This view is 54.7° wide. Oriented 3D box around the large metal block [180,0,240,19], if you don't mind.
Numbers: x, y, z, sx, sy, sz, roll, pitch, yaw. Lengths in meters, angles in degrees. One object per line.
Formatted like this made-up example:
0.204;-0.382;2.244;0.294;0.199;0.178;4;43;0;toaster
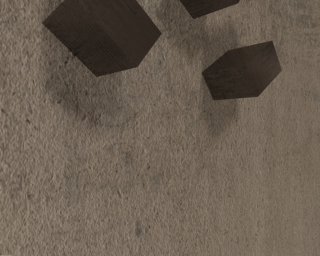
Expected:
0.063;-0.207;0.424;0.080;0.080;0.050;44;64;-32;large metal block

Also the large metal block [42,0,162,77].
-0.060;-0.103;0.320;0.080;0.080;0.050;46;62;-31;large metal block

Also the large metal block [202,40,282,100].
0.126;-0.087;0.477;0.080;0.080;0.050;-42;116;-32;large metal block
